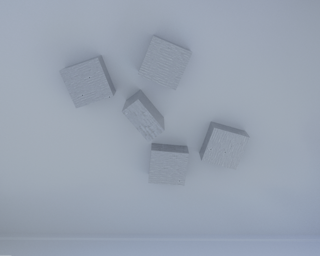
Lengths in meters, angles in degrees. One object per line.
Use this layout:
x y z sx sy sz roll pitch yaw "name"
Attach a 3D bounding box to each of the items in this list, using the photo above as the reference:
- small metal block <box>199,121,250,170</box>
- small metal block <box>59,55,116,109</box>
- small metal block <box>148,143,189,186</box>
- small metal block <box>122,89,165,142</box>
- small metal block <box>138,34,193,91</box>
0.087 0.024 0.422 0.050 0.025 0.050 15 109 -6 "small metal block"
-0.089 -0.058 0.389 0.050 0.025 0.050 -18 109 6 "small metal block"
0.011 0.051 0.430 0.050 0.025 0.050 5 110 -2 "small metal block"
-0.020 -0.017 0.392 0.025 0.050 0.050 -36 107 12 "small metal block"
0.006 -0.081 0.382 0.050 0.025 0.050 21 109 -8 "small metal block"
